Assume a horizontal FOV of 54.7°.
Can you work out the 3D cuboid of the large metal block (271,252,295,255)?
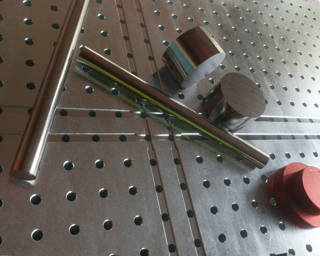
[{"bbox_3d":[0.160,0.200,0.356,0.080,0.050,0.080,25,53,-13],"label":"large metal block"}]

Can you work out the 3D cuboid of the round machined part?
[{"bbox_3d":[0.221,0.095,0.457,0.099,0.042,0.098,14,56,-21],"label":"round machined part"}]

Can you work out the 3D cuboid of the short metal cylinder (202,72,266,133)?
[{"bbox_3d":[0.113,-0.038,0.476,0.081,0.050,0.080,14,56,-21],"label":"short metal cylinder"}]

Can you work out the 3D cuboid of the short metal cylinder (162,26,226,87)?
[{"bbox_3d":[0.050,-0.105,0.464,0.081,0.080,0.050,-27,77,-37],"label":"short metal cylinder"}]

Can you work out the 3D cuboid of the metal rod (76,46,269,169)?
[{"bbox_3d":[0.025,-0.024,0.435,0.301,0.025,0.025,30,52,-9],"label":"metal rod"}]

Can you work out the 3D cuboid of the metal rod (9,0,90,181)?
[{"bbox_3d":[-0.126,-0.078,0.387,0.025,0.025,0.300,17,55,-19],"label":"metal rod"}]
